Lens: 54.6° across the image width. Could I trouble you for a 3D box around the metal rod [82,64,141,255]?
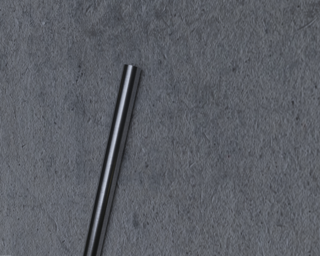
[{"bbox_3d":[-0.071,0.061,0.434,0.025,0.025,0.298,14,95,19],"label":"metal rod"}]
